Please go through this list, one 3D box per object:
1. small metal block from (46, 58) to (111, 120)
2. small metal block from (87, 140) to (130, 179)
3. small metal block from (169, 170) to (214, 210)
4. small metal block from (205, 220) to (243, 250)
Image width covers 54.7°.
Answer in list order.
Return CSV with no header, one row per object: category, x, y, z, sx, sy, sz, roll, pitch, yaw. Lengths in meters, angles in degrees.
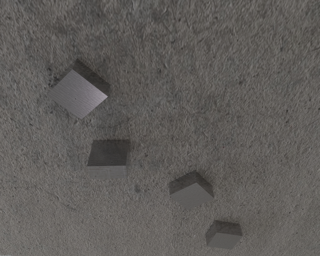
small metal block,-0.096,-0.045,0.368,0.050,0.025,0.050,-36,122,26
small metal block,-0.069,0.042,0.426,0.050,0.050,0.025,-1,130,0
small metal block,0.050,0.100,0.492,0.050,0.025,0.050,-31,124,23
small metal block,0.119,0.201,0.579,0.050,0.025,0.050,11,129,-10
